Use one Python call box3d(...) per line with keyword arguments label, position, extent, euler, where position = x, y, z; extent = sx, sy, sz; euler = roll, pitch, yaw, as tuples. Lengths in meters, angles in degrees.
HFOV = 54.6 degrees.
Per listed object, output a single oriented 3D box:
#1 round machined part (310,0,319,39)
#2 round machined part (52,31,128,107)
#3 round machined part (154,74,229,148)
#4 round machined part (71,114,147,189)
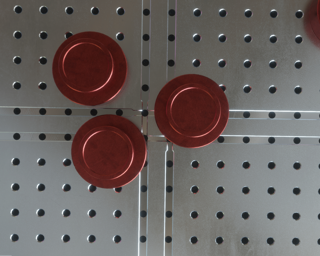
box3d(label="round machined part", position=(0.256, -0.155, 0.406), extent=(0.099, 0.042, 0.097), euler=(0, 90, 0))
box3d(label="round machined part", position=(-0.092, -0.078, 0.404), extent=(0.099, 0.042, 0.097), euler=(0, 90, 0))
box3d(label="round machined part", position=(0.042, -0.022, 0.405), extent=(0.099, 0.042, 0.097), euler=(0, 90, 0))
box3d(label="round machined part", position=(-0.067, 0.031, 0.404), extent=(0.099, 0.042, 0.097), euler=(0, 90, 0))
